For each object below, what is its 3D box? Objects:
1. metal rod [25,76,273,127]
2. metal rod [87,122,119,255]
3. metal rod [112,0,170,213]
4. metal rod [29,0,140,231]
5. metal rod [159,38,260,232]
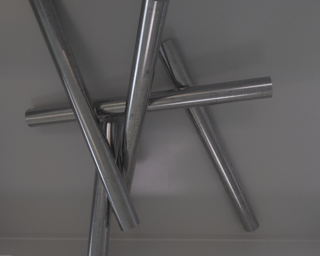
[{"bbox_3d":[-0.021,-0.030,0.379,0.301,0.025,0.025,-7,110,10],"label":"metal rod"},{"bbox_3d":[-0.075,0.140,0.377,0.025,0.025,0.299,3,77,-1],"label":"metal rod"},{"bbox_3d":[-0.032,-0.001,0.369,0.025,0.025,0.298,11,125,-4],"label":"metal rod"},{"bbox_3d":[-0.089,-0.020,0.365,0.025,0.025,0.299,-20,95,7],"label":"metal rod"},{"bbox_3d":[0.071,0.022,0.419,0.025,0.025,0.299,-25,108,9],"label":"metal rod"}]
